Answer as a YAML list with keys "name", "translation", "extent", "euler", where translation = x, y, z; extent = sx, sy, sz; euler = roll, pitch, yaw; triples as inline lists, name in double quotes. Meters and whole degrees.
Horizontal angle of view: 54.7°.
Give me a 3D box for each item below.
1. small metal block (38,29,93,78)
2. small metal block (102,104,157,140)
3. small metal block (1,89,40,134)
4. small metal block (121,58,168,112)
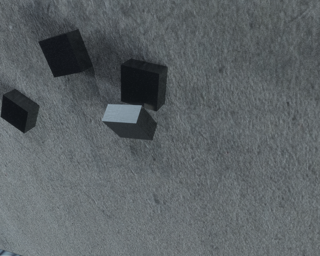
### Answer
- name: "small metal block"
  translation: [-0.124, -0.098, 0.410]
  extent: [0.050, 0.025, 0.050]
  euler: [-4, 117, 29]
- name: "small metal block"
  translation: [-0.039, -0.007, 0.406]
  extent: [0.050, 0.025, 0.050]
  euler: [4, 155, 26]
- name: "small metal block"
  translation: [-0.230, -0.027, 0.508]
  extent: [0.050, 0.025, 0.050]
  euler: [34, 129, 5]
- name: "small metal block"
  translation: [-0.020, -0.054, 0.383]
  extent: [0.050, 0.025, 0.050]
  euler: [17, 125, 18]
